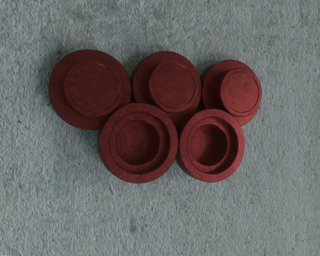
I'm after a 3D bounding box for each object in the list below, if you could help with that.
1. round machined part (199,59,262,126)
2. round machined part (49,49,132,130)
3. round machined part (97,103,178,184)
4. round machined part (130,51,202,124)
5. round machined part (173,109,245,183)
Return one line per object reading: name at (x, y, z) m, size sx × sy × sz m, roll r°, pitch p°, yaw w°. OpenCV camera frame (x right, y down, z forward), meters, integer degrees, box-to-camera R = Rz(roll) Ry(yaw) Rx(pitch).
round machined part at (0.105, -0.049, 0.441) m, size 0.099 × 0.042 × 0.097 m, roll 0°, pitch 90°, yaw -21°
round machined part at (-0.081, -0.046, 0.372) m, size 0.099 × 0.042 × 0.097 m, roll 0°, pitch 90°, yaw -21°
round machined part at (-0.030, 0.018, 0.391) m, size 0.099 × 0.042 × 0.097 m, roll 0°, pitch 90°, yaw -21°
round machined part at (0.012, -0.053, 0.407) m, size 0.099 × 0.042 × 0.097 m, roll 0°, pitch 90°, yaw -21°
round machined part at (0.063, 0.023, 0.426) m, size 0.099 × 0.042 × 0.097 m, roll 0°, pitch 90°, yaw -21°
